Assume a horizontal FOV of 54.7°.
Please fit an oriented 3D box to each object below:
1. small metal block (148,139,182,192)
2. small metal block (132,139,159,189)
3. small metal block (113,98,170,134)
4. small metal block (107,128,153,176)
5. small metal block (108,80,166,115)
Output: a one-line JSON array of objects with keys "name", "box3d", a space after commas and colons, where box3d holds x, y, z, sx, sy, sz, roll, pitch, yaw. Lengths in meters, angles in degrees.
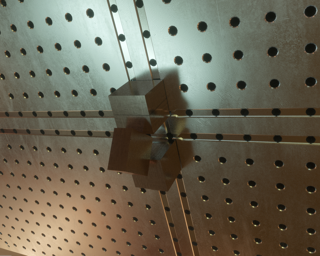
[{"name": "small metal block", "box3d": [0.005, 0.050, 0.420, 0.025, 0.050, 0.050, 1, 119, 27]}, {"name": "small metal block", "box3d": [-0.017, 0.049, 0.433, 0.025, 0.050, 0.050, 1, 119, 27]}, {"name": "small metal block", "box3d": [-0.022, -0.016, 0.394, 0.050, 0.050, 0.025, 2, 119, 27]}, {"name": "small metal block", "box3d": [-0.035, 0.030, 0.377, 0.025, 0.050, 0.050, 1, 77, 28]}, {"name": "small metal block", "box3d": [-0.027, -0.038, 0.383, 0.050, 0.050, 0.025, 2, 119, 27]}]
